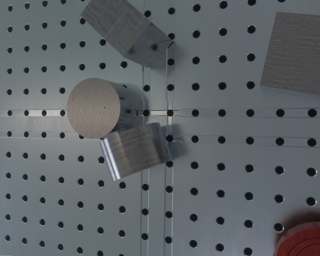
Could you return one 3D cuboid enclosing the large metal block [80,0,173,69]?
[{"bbox_3d":[-0.039,-0.127,0.397,0.080,0.080,0.050,45,104,14],"label":"large metal block"}]

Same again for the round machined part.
[{"bbox_3d":[0.178,0.152,0.341,0.098,0.042,0.097,0,90,20],"label":"round machined part"}]

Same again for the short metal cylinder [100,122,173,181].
[{"bbox_3d":[-0.030,0.031,0.394,0.080,0.080,0.050,-22,83,18],"label":"short metal cylinder"}]

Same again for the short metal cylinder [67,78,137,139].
[{"bbox_3d":[-0.079,-0.026,0.427,0.080,0.050,0.080,0,90,20],"label":"short metal cylinder"}]

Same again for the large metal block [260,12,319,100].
[{"bbox_3d":[0.161,-0.076,0.342,0.080,0.050,0.080,13,94,19],"label":"large metal block"}]
